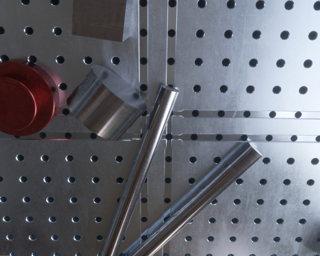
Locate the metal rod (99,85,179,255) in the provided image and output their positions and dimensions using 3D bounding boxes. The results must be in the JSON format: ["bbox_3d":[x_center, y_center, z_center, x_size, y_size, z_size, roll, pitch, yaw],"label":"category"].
[{"bbox_3d":[-0.037,0.081,0.442,0.025,0.025,0.298,18,109,-7],"label":"metal rod"}]

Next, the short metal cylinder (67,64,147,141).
[{"bbox_3d":[-0.063,-0.031,0.372,0.080,0.080,0.050,39,106,-13],"label":"short metal cylinder"}]

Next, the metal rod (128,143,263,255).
[{"bbox_3d":[0.032,0.134,0.462,0.025,0.025,0.299,40,105,-14],"label":"metal rod"}]

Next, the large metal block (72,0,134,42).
[{"bbox_3d":[-0.057,-0.140,0.332,0.050,0.080,0.079,8,110,-3],"label":"large metal block"}]

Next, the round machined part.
[{"bbox_3d":[-0.183,-0.035,0.390,0.099,0.042,0.097,0,110,0],"label":"round machined part"}]
